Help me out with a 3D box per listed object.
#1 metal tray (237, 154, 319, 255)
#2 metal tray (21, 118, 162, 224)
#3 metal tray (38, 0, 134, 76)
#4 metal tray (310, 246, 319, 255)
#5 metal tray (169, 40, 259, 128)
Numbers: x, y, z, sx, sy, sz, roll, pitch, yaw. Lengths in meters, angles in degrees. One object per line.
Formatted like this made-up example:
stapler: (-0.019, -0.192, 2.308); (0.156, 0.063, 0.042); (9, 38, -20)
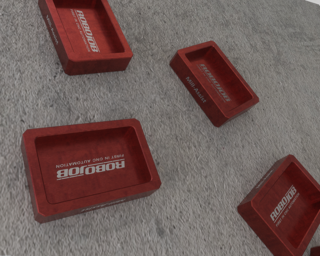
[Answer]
metal tray: (0.176, 0.106, 0.430); (0.131, 0.030, 0.090); (-33, 80, -38)
metal tray: (-0.073, 0.040, 0.336); (0.131, 0.030, 0.090); (-7, 65, -31)
metal tray: (-0.103, -0.137, 0.427); (0.091, 0.030, 0.130); (-13, 68, -33)
metal tray: (0.254, 0.223, 0.400); (0.130, 0.030, 0.090); (33, 51, -7)
metal tray: (0.087, -0.073, 0.491); (0.091, 0.030, 0.130); (-26, 76, -37)
